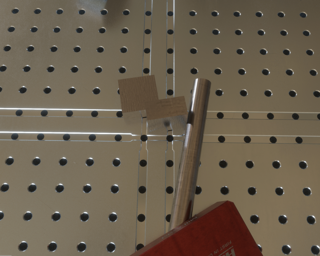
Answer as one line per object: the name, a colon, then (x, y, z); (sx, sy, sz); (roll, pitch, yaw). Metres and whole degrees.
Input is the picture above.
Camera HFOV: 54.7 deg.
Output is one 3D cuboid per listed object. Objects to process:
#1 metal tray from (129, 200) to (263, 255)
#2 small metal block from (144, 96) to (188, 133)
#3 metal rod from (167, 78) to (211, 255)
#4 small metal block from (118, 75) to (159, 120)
metal tray: (0.043, 0.148, 0.334); (0.131, 0.030, 0.090); (-25, 81, -21)
small metal block: (0.008, -0.016, 0.404); (0.050, 0.050, 0.025); (-9, 71, -3)
metal rod: (0.032, 0.075, 0.384); (0.025, 0.025, 0.299); (10, 70, 3)
small metal block: (-0.029, -0.042, 0.427); (0.050, 0.025, 0.050); (-8, 70, -3)
